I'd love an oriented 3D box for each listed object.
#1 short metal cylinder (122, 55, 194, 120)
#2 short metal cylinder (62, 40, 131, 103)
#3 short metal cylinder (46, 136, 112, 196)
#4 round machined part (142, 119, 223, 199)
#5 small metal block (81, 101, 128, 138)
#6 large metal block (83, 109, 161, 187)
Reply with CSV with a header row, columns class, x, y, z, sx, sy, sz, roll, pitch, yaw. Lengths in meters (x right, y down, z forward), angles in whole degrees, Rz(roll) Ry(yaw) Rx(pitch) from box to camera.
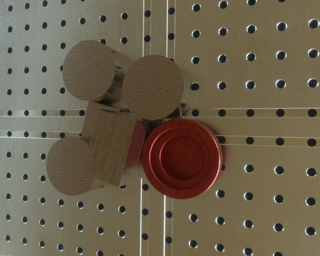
class,x,y,z,sx,sy,sz,roll,pitch,yaw
short metal cylinder,-0.001,-0.049,0.399,0.080,0.050,0.080,0,90,20
short metal cylinder,-0.086,-0.076,0.429,0.080,0.050,0.080,0,90,20
short metal cylinder,-0.111,0.051,0.438,0.080,0.050,0.080,0,90,20
round machined part,0.030,0.037,0.393,0.098,0.042,0.097,0,90,20
small metal block,-0.079,-0.008,0.440,0.050,0.025,0.050,16,95,19
large metal block,-0.046,0.023,0.396,0.050,0.080,0.080,17,96,19
